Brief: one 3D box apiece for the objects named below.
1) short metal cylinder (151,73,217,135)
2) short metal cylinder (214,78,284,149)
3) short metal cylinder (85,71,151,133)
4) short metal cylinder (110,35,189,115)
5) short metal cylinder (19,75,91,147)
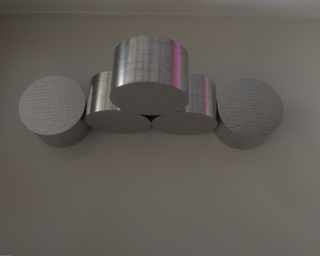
[{"bbox_3d":[0.030,-0.027,0.388,0.080,0.080,0.050,2,70,0],"label":"short metal cylinder"},{"bbox_3d":[0.111,-0.017,0.402,0.081,0.050,0.080,0,70,0],"label":"short metal cylinder"},{"bbox_3d":[-0.050,-0.030,0.389,0.080,0.080,0.050,2,70,0],"label":"short metal cylinder"},{"bbox_3d":[-0.010,-0.051,0.324,0.080,0.080,0.050,2,70,0],"label":"short metal cylinder"},{"bbox_3d":[-0.131,-0.021,0.401,0.081,0.050,0.080,0,70,0],"label":"short metal cylinder"}]
